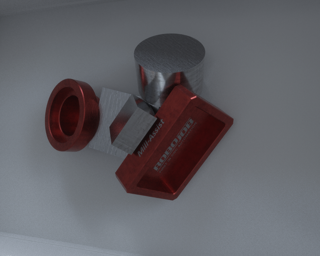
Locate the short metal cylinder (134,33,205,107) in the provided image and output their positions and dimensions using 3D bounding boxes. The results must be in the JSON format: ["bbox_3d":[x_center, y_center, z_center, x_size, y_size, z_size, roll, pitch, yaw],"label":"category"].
[{"bbox_3d":[0.012,-0.069,0.368,0.080,0.080,0.050,17,140,19],"label":"short metal cylinder"}]

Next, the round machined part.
[{"bbox_3d":[-0.114,-0.016,0.426,0.098,0.042,0.097,-6,81,42],"label":"round machined part"}]

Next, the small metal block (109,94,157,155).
[{"bbox_3d":[-0.032,-0.006,0.351,0.025,0.050,0.050,31,103,-22],"label":"small metal block"}]

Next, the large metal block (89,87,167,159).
[{"bbox_3d":[-0.037,-0.003,0.408,0.080,0.050,0.079,16,95,19],"label":"large metal block"}]

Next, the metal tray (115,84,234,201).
[{"bbox_3d":[0.019,0.023,0.366,0.129,0.090,0.030,-55,47,11],"label":"metal tray"}]
